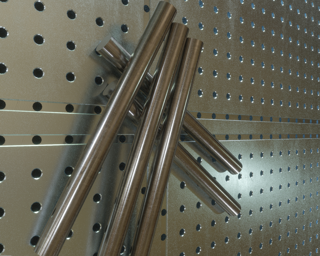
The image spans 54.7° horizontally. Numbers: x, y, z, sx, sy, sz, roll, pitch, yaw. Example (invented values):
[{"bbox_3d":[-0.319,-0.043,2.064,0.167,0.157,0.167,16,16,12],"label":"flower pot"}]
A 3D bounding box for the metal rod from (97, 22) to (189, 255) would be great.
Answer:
[{"bbox_3d":[-0.020,0.020,0.366,0.025,0.025,0.299,20,86,-39],"label":"metal rod"}]

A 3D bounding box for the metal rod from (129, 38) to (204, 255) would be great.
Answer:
[{"bbox_3d":[0.005,0.036,0.387,0.025,0.025,0.298,15,89,-40],"label":"metal rod"}]

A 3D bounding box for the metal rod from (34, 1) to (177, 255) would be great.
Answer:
[{"bbox_3d":[-0.054,-0.007,0.338,0.025,0.025,0.299,32,78,-36],"label":"metal rod"}]

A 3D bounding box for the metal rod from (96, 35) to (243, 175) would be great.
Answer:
[{"bbox_3d":[0.031,-0.015,0.437,0.301,0.025,0.025,41,65,-33],"label":"metal rod"}]

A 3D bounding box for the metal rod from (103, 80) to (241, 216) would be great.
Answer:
[{"bbox_3d":[0.033,0.044,0.439,0.300,0.025,0.025,45,63,-31],"label":"metal rod"}]
